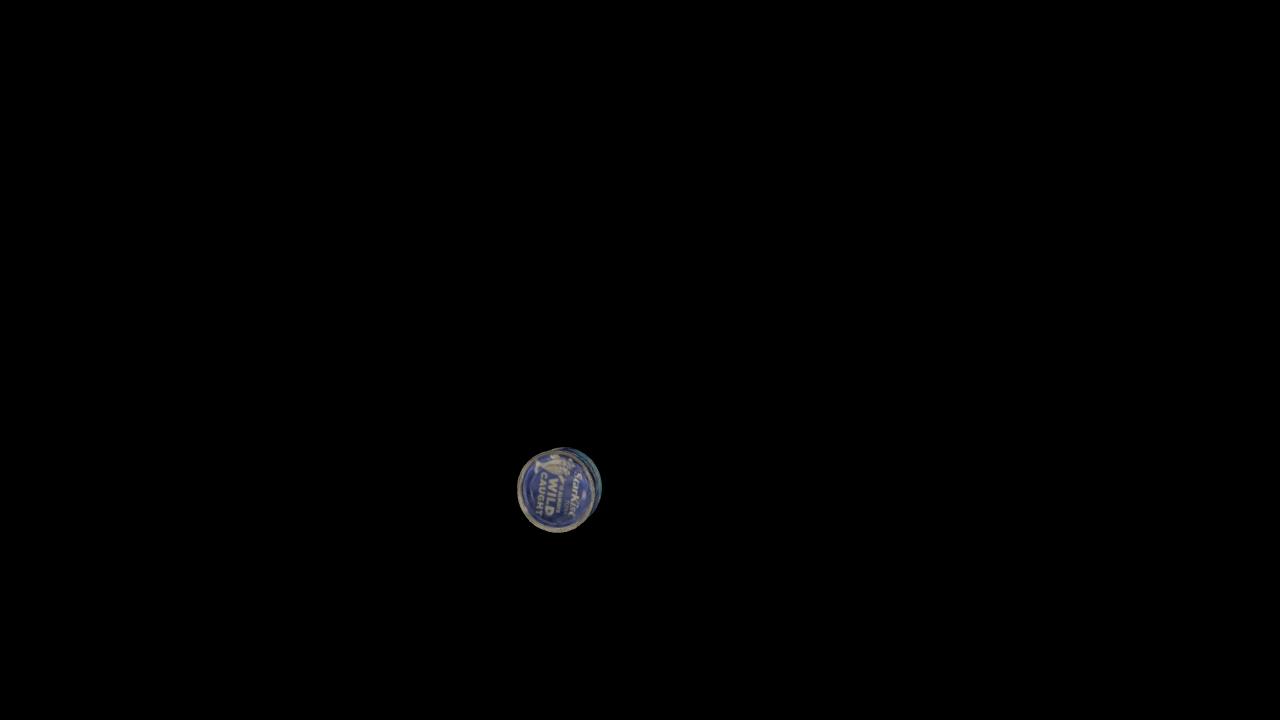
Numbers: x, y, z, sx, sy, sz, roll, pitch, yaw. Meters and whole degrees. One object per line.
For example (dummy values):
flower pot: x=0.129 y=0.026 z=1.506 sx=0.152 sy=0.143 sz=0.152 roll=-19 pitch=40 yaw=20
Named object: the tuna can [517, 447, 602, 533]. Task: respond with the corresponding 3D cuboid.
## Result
tuna can: x=-0.082 y=0.134 z=0.639 sx=0.084 sy=0.084 sz=0.034 roll=0 pitch=0 yaw=13
